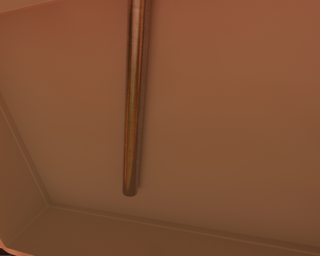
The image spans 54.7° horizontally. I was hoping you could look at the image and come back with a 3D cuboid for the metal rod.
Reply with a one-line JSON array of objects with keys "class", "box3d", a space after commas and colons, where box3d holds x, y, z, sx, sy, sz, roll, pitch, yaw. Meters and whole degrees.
[{"class": "metal rod", "box3d": [-0.035, -0.023, 0.411, 0.025, 0.025, 0.298, 18, 126, 17]}]
